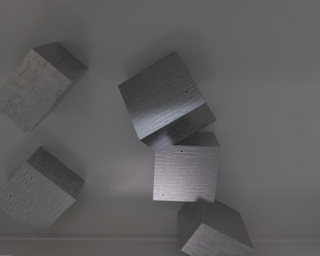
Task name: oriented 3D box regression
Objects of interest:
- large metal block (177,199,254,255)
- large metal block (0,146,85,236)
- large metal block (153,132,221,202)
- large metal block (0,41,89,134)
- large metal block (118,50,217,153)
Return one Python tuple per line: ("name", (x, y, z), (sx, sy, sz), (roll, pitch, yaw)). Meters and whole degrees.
("large metal block", (0.074, 0.143, 0.435), (0.080, 0.080, 0.050), (29, 107, -10))
("large metal block", (-0.166, 0.086, 0.428), (0.080, 0.050, 0.080), (43, 104, -14))
("large metal block", (0.033, 0.050, 0.417), (0.081, 0.050, 0.079), (2, 110, -1))
("large metal block", (-0.137, -0.050, 0.362), (0.050, 0.080, 0.080), (41, 105, -14))
("large metal block", (0.008, -0.030, 0.364), (0.080, 0.080, 0.050), (-30, 150, 10))
